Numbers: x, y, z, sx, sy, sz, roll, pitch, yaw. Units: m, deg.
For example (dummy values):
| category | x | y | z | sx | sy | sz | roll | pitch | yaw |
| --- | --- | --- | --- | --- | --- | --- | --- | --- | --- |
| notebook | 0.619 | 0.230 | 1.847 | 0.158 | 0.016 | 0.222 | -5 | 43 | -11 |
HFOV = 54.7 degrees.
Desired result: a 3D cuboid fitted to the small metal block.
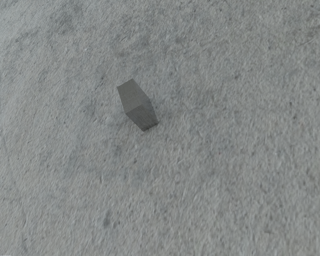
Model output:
| category | x | y | z | sx | sy | sz | roll | pitch | yaw |
| --- | --- | --- | --- | --- | --- | --- | --- | --- | --- |
| small metal block | -0.030 | -0.031 | 0.421 | 0.025 | 0.050 | 0.050 | -29 | 52 | 10 |
